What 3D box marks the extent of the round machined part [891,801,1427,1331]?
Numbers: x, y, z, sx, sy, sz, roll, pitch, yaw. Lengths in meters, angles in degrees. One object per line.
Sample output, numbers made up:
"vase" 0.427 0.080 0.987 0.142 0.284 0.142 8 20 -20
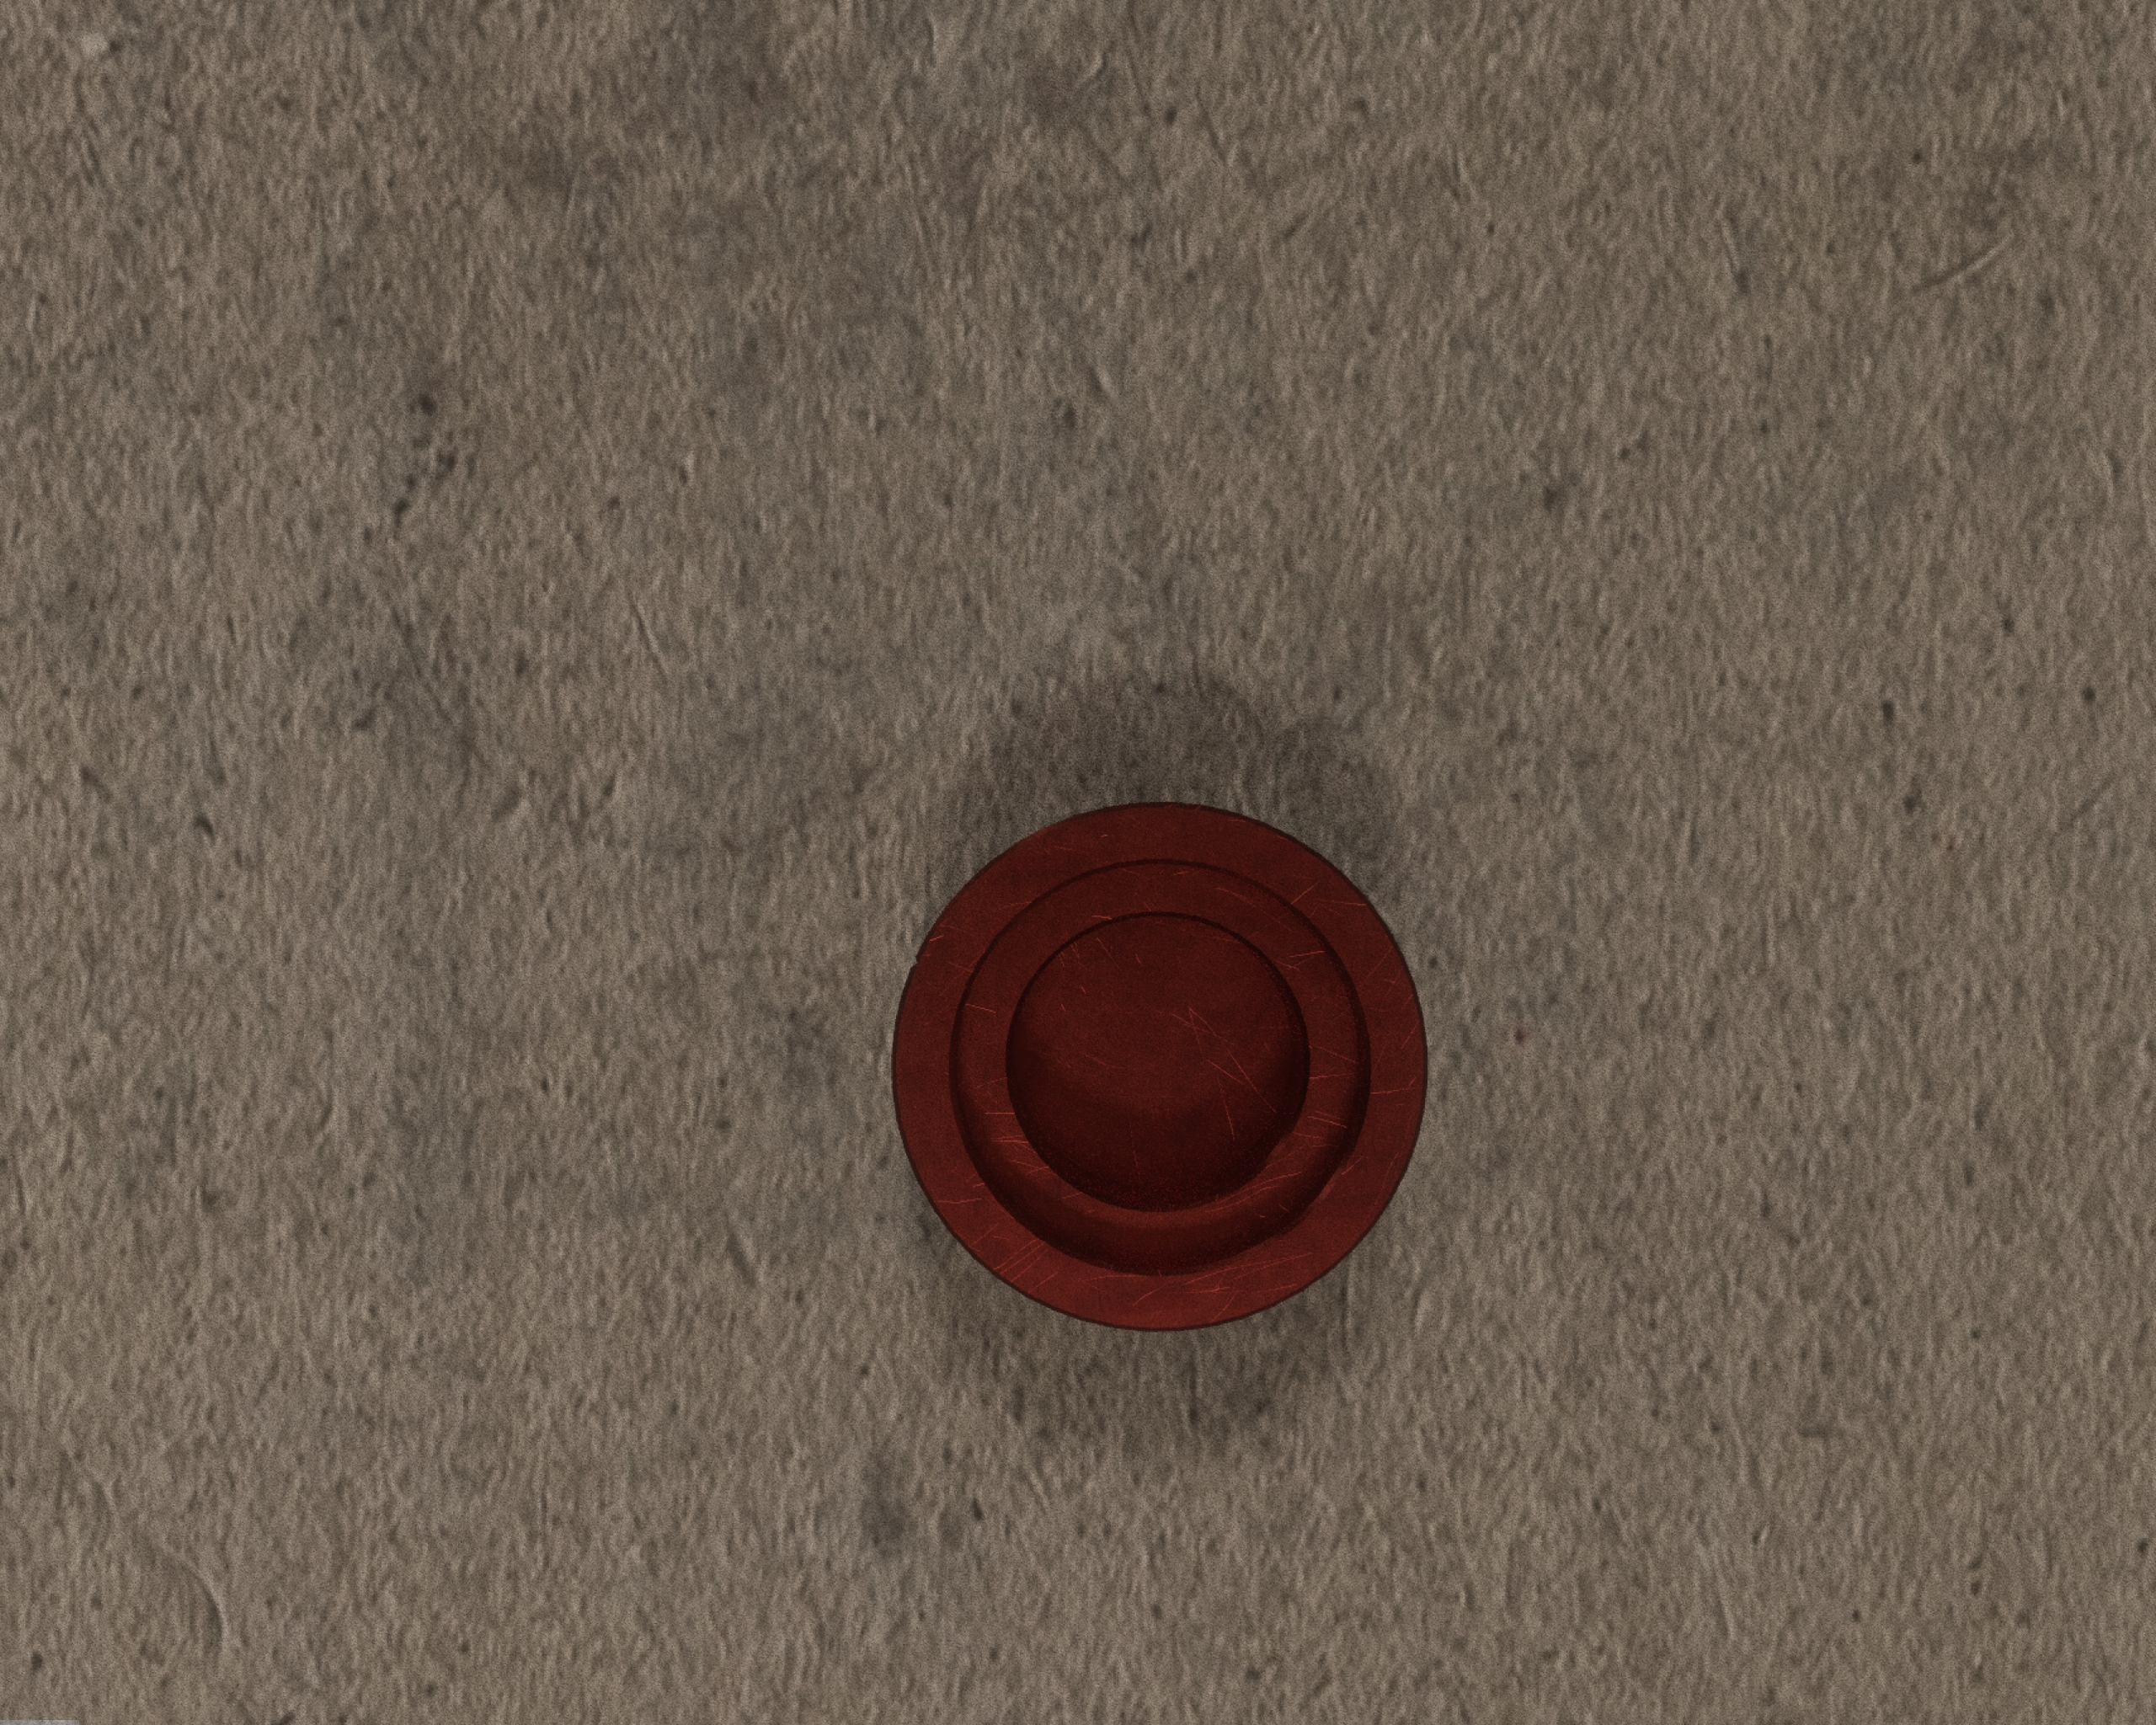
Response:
"round machined part" 0.015 0.037 0.403 0.099 0.042 0.097 0 90 -1
